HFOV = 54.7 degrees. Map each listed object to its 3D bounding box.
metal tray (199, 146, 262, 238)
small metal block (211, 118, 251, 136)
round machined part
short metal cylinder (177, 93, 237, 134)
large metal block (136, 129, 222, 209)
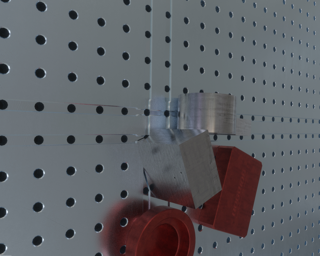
[{"bbox_3d":[0.118,0.104,0.505,0.090,0.030,0.130,28,73,-37],"label":"metal tray"},{"bbox_3d":[0.106,-0.001,0.476,0.050,0.050,0.025,4,88,-49],"label":"small metal block"},{"bbox_3d":[-0.004,0.148,0.395,0.099,0.042,0.097,0,90,-40],"label":"round machined part"},{"bbox_3d":[0.064,-0.018,0.427,0.081,0.080,0.050,4,87,-40],"label":"short metal cylinder"},{"bbox_3d":[0.023,0.047,0.393,0.050,0.080,0.080,-25,106,-37],"label":"large metal block"}]
